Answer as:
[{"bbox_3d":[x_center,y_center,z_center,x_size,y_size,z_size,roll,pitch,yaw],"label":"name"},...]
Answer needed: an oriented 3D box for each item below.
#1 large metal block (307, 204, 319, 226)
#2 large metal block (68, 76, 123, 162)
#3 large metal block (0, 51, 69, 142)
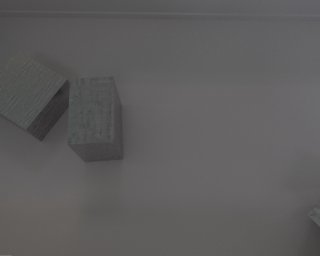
[{"bbox_3d":[0.215,0.100,0.330,0.080,0.080,0.050,48,112,28],"label":"large metal block"},{"bbox_3d":[-0.076,-0.008,0.383,0.050,0.080,0.080,-4,70,-1],"label":"large metal block"},{"bbox_3d":[-0.172,-0.041,0.410,0.080,0.050,0.080,30,73,10],"label":"large metal block"}]
